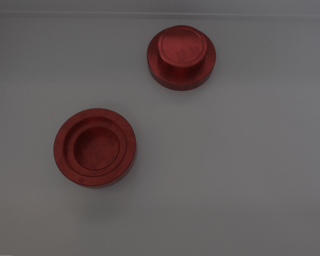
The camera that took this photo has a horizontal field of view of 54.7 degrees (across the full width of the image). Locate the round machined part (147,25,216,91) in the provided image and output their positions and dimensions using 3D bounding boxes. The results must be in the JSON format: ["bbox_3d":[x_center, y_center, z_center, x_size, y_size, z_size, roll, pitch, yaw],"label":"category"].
[{"bbox_3d":[0.031,-0.105,0.439,0.099,0.042,0.098,0,70,0],"label":"round machined part"}]

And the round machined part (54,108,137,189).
[{"bbox_3d":[-0.078,0.028,0.390,0.099,0.042,0.098,0,70,0],"label":"round machined part"}]
